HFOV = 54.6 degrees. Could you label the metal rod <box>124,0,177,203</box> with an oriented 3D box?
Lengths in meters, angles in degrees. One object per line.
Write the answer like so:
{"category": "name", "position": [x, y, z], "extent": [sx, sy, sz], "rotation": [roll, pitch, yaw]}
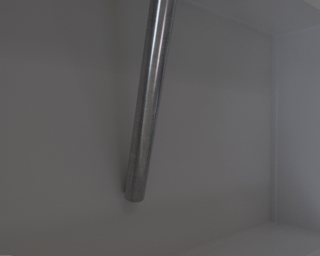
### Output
{"category": "metal rod", "position": [-0.008, -0.050, 0.321], "extent": [0.025, 0.025, 0.298], "rotation": [-12, 122, -39]}
